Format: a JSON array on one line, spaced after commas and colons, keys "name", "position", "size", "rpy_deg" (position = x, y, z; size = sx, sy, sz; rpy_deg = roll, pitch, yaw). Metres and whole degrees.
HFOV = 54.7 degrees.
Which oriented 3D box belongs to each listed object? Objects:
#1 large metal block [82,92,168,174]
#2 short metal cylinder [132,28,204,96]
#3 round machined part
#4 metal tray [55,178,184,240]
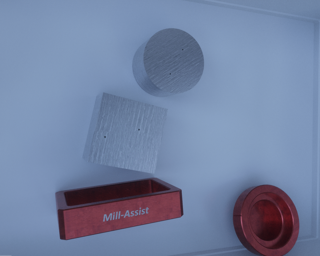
[{"name": "large metal block", "position": [-0.044, 0.007, 0.382], "size": [0.081, 0.050, 0.080], "rpy_deg": [13, 86, -20]}, {"name": "short metal cylinder", "position": [0.010, -0.082, 0.402], "size": [0.081, 0.050, 0.079], "rpy_deg": [0, 90, -21]}, {"name": "round machined part", "position": [0.148, 0.133, 0.449], "size": [0.099, 0.042, 0.098], "rpy_deg": [6, 72, -19]}, {"name": "metal tray", "position": [-0.050, 0.087, 0.358], "size": [0.131, 0.090, 0.030], "rpy_deg": [-5, 92, -20]}]
